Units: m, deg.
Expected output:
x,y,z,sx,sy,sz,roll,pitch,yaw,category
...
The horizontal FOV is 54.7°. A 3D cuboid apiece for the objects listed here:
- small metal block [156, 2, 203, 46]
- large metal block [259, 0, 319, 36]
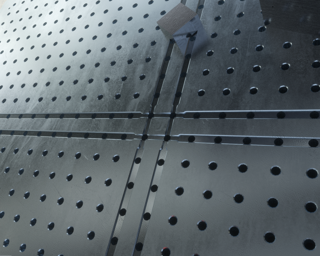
x,y,z,sx,sy,sz,roll,pitch,yaw,category
0.031,-0.166,0.494,0.050,0.025,0.050,-39,51,1,small metal block
0.173,-0.167,0.384,0.080,0.080,0.050,29,78,37,large metal block
